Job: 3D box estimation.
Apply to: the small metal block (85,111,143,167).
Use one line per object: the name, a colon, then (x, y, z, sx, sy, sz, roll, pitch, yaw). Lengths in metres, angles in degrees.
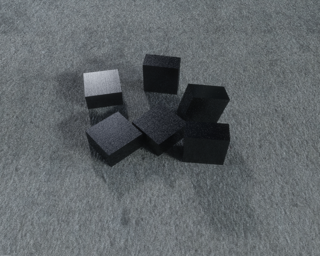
small metal block: (-0.057, 0.013, 0.391, 0.050, 0.025, 0.050, -34, 58, -25)

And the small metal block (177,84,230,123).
small metal block: (0.055, -0.029, 0.405, 0.050, 0.050, 0.025, 2, 48, -18)

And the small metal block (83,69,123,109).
small metal block: (-0.082, -0.057, 0.450, 0.050, 0.025, 0.050, -9, 51, -8)

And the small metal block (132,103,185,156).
small metal block: (0.000, 0.001, 0.403, 0.050, 0.025, 0.050, -35, 59, -26)

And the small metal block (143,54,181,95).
small metal block: (0.003, -0.078, 0.452, 0.050, 0.050, 0.025, 7, 51, 5)

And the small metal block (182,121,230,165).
small metal block: (0.054, 0.019, 0.372, 0.050, 0.050, 0.025, 4, 50, 3)
